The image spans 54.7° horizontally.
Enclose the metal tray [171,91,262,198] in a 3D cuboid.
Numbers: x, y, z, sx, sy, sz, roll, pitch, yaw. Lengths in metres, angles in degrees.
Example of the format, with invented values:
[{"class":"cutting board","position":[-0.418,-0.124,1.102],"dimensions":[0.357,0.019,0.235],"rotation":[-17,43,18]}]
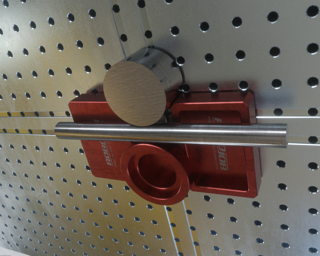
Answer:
[{"class":"metal tray","position":[0.071,0.022,0.379],"dimensions":[0.090,0.030,0.129],"rotation":[1,119,27]}]

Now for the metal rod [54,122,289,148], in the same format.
[{"class":"metal rod","position":[-0.008,0.006,0.374],"dimensions":[0.300,0.025,0.025],"rotation":[1,119,27]}]

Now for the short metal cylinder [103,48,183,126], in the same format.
[{"class":"short metal cylinder","position":[-0.019,-0.049,0.370],"dimensions":[0.080,0.050,0.079],"rotation":[13,124,21]}]

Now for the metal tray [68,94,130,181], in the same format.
[{"class":"metal tray","position":[-0.071,0.015,0.448],"dimensions":[0.090,0.030,0.129],"rotation":[3,120,27]}]

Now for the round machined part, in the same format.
[{"class":"round machined part","position":[0.000,0.053,0.416],"dimensions":[0.098,0.042,0.097],"rotation":[13,124,21]}]
